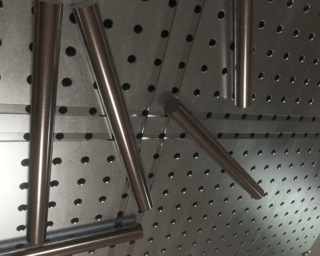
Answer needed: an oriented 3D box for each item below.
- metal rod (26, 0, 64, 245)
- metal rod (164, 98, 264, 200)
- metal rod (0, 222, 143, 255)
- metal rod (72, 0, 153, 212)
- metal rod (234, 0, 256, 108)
[{"bbox_3d":[-0.133,0.014,0.347,0.025,0.025,0.298,-1,119,-28],"label":"metal rod"},{"bbox_3d":[0.102,0.049,0.499,0.025,0.025,0.300,-46,130,3],"label":"metal rod"},{"bbox_3d":[-0.166,0.172,0.427,0.303,0.025,0.025,-3,120,-27],"label":"metal rod"},{"bbox_3d":[-0.048,-0.001,0.385,0.025,0.025,0.298,-23,127,-15],"label":"metal rod"},{"bbox_3d":[0.102,-0.157,0.371,0.025,0.025,0.298,-22,127,-16],"label":"metal rod"}]
